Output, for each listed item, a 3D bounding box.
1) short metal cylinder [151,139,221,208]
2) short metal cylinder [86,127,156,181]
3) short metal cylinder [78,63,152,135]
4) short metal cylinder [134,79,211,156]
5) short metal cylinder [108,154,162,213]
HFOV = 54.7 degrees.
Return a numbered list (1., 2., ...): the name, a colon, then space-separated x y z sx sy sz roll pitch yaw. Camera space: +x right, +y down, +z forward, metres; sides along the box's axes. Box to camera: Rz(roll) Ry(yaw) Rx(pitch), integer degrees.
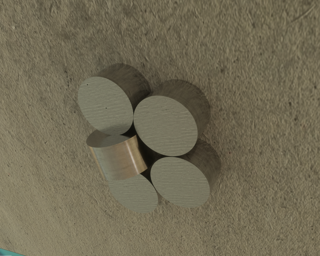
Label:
1. short metal cylinder: 0.035 0.057 0.409 0.080 0.050 0.079 14 125 21
2. short metal cylinder: -0.051 0.026 0.416 0.080 0.080 0.050 -3 117 29
3. short metal cylinder: -0.057 -0.037 0.399 0.080 0.050 0.079 14 125 21
4. short metal cylinder: 0.015 -0.013 0.375 0.080 0.050 0.079 13 125 20
5. short metal cylinder: -0.028 0.077 0.455 0.080 0.050 0.079 14 125 21
